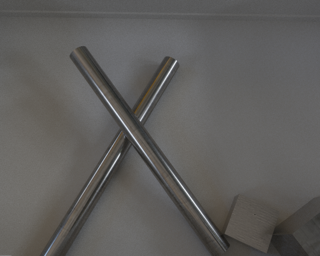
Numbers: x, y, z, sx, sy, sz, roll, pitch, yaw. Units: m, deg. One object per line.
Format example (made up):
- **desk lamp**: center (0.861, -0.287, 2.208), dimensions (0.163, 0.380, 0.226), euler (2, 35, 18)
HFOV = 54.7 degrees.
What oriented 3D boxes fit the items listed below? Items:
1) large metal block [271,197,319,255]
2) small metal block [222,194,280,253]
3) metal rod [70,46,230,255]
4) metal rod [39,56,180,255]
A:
- **large metal block**: center (0.176, 0.116, 0.340), dimensions (0.080, 0.080, 0.050), euler (-32, 74, -11)
- **small metal block**: center (0.107, 0.114, 0.369), dimensions (0.050, 0.025, 0.050), euler (24, 71, 8)
- **metal rod**: center (-0.017, 0.023, 0.378), dimensions (0.025, 0.025, 0.299), euler (-35, 82, -12)
- **metal rod**: center (-0.055, 0.029, 0.398), dimensions (0.025, 0.025, 0.300), euler (27, 72, 9)
